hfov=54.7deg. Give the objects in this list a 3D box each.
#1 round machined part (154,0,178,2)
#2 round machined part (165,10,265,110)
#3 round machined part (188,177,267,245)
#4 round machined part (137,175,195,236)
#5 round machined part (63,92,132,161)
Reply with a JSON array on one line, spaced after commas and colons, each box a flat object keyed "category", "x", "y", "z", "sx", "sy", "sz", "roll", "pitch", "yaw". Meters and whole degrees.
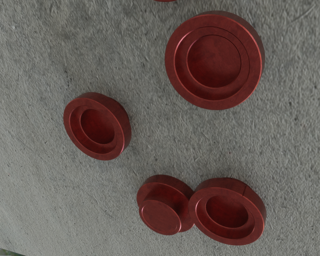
[{"category": "round machined part", "x": 0.002, "y": -0.170, "z": 0.290, "sx": 0.098, "sy": 0.042, "sz": 0.097, "roll": 13, "pitch": 124, "yaw": 21}, {"category": "round machined part", "x": 0.058, "y": -0.071, "z": 0.321, "sx": 0.098, "sy": 0.042, "sz": 0.097, "roll": 13, "pitch": 124, "yaw": 21}, {"category": "round machined part", "x": 0.091, "y": 0.105, "z": 0.413, "sx": 0.098, "sy": 0.042, "sz": 0.097, "roll": 13, "pitch": 124, "yaw": 21}, {"category": "round machined part", "x": 0.007, "y": 0.122, "z": 0.468, "sx": 0.098, "sy": 0.042, "sz": 0.097, "roll": 13, "pitch": 124, "yaw": 21}, {"category": "round machined part", "x": -0.083, "y": -0.006, "z": 0.436, "sx": 0.098, "sy": 0.042, "sz": 0.097, "roll": 13, "pitch": 124, "yaw": 21}]
